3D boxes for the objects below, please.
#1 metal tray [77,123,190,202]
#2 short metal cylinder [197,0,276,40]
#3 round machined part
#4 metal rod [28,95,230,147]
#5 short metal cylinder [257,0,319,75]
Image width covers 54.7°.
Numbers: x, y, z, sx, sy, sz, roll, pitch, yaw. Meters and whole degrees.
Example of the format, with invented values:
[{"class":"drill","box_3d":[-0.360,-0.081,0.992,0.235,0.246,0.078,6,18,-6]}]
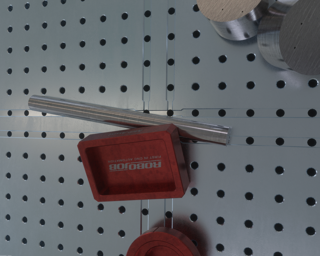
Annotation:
[{"class":"metal tray","box_3d":[-0.035,0.048,0.407,0.130,0.030,0.089,-8,106,20]},{"class":"short metal cylinder","box_3d":[0.089,-0.149,0.359,0.080,0.050,0.080,-6,78,28]},{"class":"round machined part","box_3d":[0.008,0.176,0.401,0.098,0.042,0.097,0,90,20]},{"class":"metal rod","box_3d":[-0.056,-0.014,0.432,0.301,0.025,0.025,10,94,19]},{"class":"short metal cylinder","box_3d":[0.152,-0.099,0.327,0.081,0.050,0.079,-3,109,-7]}]
